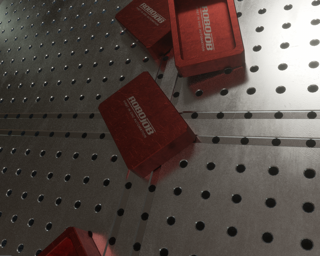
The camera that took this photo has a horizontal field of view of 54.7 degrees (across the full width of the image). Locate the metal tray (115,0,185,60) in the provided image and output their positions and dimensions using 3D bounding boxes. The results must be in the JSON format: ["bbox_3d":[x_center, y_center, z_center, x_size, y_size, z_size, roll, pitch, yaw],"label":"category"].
[{"bbox_3d":[-0.010,-0.181,0.519,0.090,0.030,0.130,-40,51,1],"label":"metal tray"}]

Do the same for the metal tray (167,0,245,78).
[{"bbox_3d":[0.062,-0.142,0.433,0.090,0.030,0.129,-10,69,13],"label":"metal tray"}]

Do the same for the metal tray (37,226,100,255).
[{"bbox_3d":[-0.123,0.190,0.351,0.130,0.030,0.090,-42,51,-1],"label":"metal tray"}]

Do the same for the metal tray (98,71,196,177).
[{"bbox_3d":[-0.022,-0.009,0.421,0.090,0.030,0.130,-36,51,3],"label":"metal tray"}]
